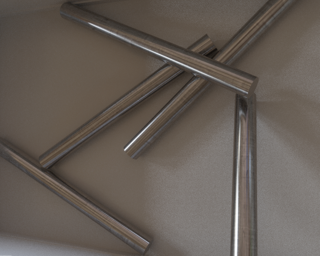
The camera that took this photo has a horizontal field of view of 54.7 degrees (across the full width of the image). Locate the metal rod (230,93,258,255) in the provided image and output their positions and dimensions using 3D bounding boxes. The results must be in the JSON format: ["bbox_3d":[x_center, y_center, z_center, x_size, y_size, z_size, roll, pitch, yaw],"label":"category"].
[{"bbox_3d":[0.083,0.092,0.306,0.025,0.025,0.300,-2,60,20],"label":"metal rod"}]

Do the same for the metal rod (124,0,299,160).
[{"bbox_3d":[0.063,-0.068,0.388,0.299,0.025,0.025,-45,76,14],"label":"metal rod"}]

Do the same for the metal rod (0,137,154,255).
[{"bbox_3d":[-0.142,0.092,0.460,0.301,0.025,0.025,28,99,17],"label":"metal rod"}]

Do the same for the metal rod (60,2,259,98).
[{"bbox_3d":[-0.019,-0.109,0.396,0.300,0.025,0.025,29,100,25],"label":"metal rod"}]

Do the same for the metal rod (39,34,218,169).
[{"bbox_3d":[-0.054,-0.028,0.429,0.300,0.025,0.025,-34,79,16],"label":"metal rod"}]
